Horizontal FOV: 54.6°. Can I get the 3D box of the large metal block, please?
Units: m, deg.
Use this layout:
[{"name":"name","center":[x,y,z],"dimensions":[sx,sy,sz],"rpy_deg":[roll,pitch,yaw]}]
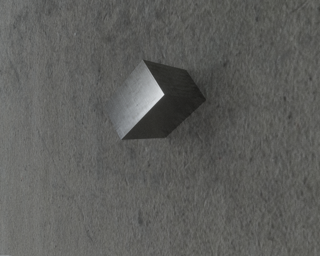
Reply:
[{"name":"large metal block","center":[-0.006,-0.030,0.375],"dimensions":[0.080,0.081,0.050],"rpy_deg":[-44,64,31]}]
